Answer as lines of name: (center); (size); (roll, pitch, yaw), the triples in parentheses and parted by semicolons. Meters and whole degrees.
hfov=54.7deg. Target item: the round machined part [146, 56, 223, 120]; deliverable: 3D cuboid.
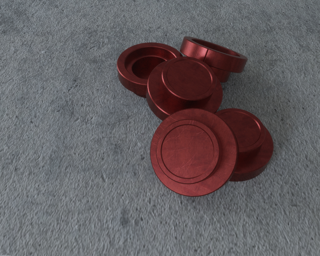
round machined part: (0.033, -0.052, 0.395); (0.099, 0.042, 0.098); (4, 60, -7)

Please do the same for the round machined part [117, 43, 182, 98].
round machined part: (-0.013, -0.082, 0.462); (0.099, 0.042, 0.098); (0, 50, 0)

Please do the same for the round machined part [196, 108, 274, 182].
round machined part: (0.091, 0.013, 0.383); (0.099, 0.042, 0.098); (0, 50, 0)

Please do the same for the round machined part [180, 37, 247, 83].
round machined part: (0.075, -0.100, 0.460); (0.099, 0.042, 0.098); (16, 23, -7)

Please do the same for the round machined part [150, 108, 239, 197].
round machined part: (0.035, 0.026, 0.339); (0.098, 0.042, 0.097); (-2, 83, 19)
